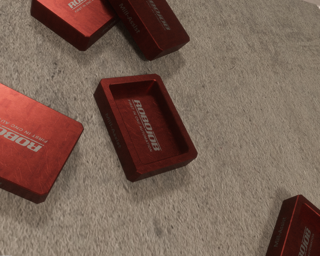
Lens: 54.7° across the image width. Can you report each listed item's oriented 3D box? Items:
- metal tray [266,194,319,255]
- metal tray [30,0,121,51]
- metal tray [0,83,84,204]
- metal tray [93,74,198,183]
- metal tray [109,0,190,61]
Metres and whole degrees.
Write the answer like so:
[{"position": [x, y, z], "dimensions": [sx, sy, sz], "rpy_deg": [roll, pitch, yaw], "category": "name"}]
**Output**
[{"position": [0.191, 0.164, 0.405], "dimensions": [0.090, 0.030, 0.131], "rpy_deg": [40, 51, -1], "category": "metal tray"}, {"position": [-0.109, -0.179, 0.452], "dimensions": [0.090, 0.030, 0.130], "rpy_deg": [36, 51, -5], "category": "metal tray"}, {"position": [-0.156, 0.008, 0.312], "dimensions": [0.131, 0.030, 0.090], "rpy_deg": [28, 52, -11], "category": "metal tray"}, {"position": [-0.019, -0.006, 0.394], "dimensions": [0.091, 0.030, 0.130], "rpy_deg": [-12, 68, -34], "category": "metal tray"}, {"position": [-0.018, -0.173, 0.472], "dimensions": [0.130, 0.030, 0.091], "rpy_deg": [57, 41, -2], "category": "metal tray"}]
